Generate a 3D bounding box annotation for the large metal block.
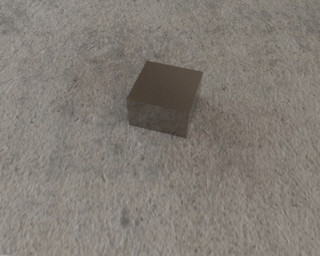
[{"bbox_3d":[0.008,-0.040,0.421,0.080,0.050,0.080,13,51,10],"label":"large metal block"}]
